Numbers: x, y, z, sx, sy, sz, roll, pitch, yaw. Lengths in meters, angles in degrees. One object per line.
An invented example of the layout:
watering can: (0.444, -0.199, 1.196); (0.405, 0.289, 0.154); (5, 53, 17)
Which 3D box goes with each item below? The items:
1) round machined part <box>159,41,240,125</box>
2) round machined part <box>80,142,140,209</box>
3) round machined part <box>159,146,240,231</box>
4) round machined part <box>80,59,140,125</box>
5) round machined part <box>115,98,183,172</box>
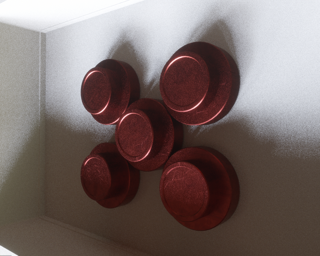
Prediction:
round machined part: (0.038, -0.052, 0.361); (0.098, 0.042, 0.097); (0, 90, 39)
round machined part: (-0.080, 0.070, 0.457); (0.098, 0.042, 0.097); (0, 90, 39)
round machined part: (0.038, 0.071, 0.361); (0.098, 0.042, 0.097); (0, 90, 39)
round machined part: (-0.080, -0.053, 0.457); (0.098, 0.042, 0.097); (0, 90, 39)
round machined part: (-0.021, 0.009, 0.409); (0.098, 0.042, 0.097); (0, 90, 39)
